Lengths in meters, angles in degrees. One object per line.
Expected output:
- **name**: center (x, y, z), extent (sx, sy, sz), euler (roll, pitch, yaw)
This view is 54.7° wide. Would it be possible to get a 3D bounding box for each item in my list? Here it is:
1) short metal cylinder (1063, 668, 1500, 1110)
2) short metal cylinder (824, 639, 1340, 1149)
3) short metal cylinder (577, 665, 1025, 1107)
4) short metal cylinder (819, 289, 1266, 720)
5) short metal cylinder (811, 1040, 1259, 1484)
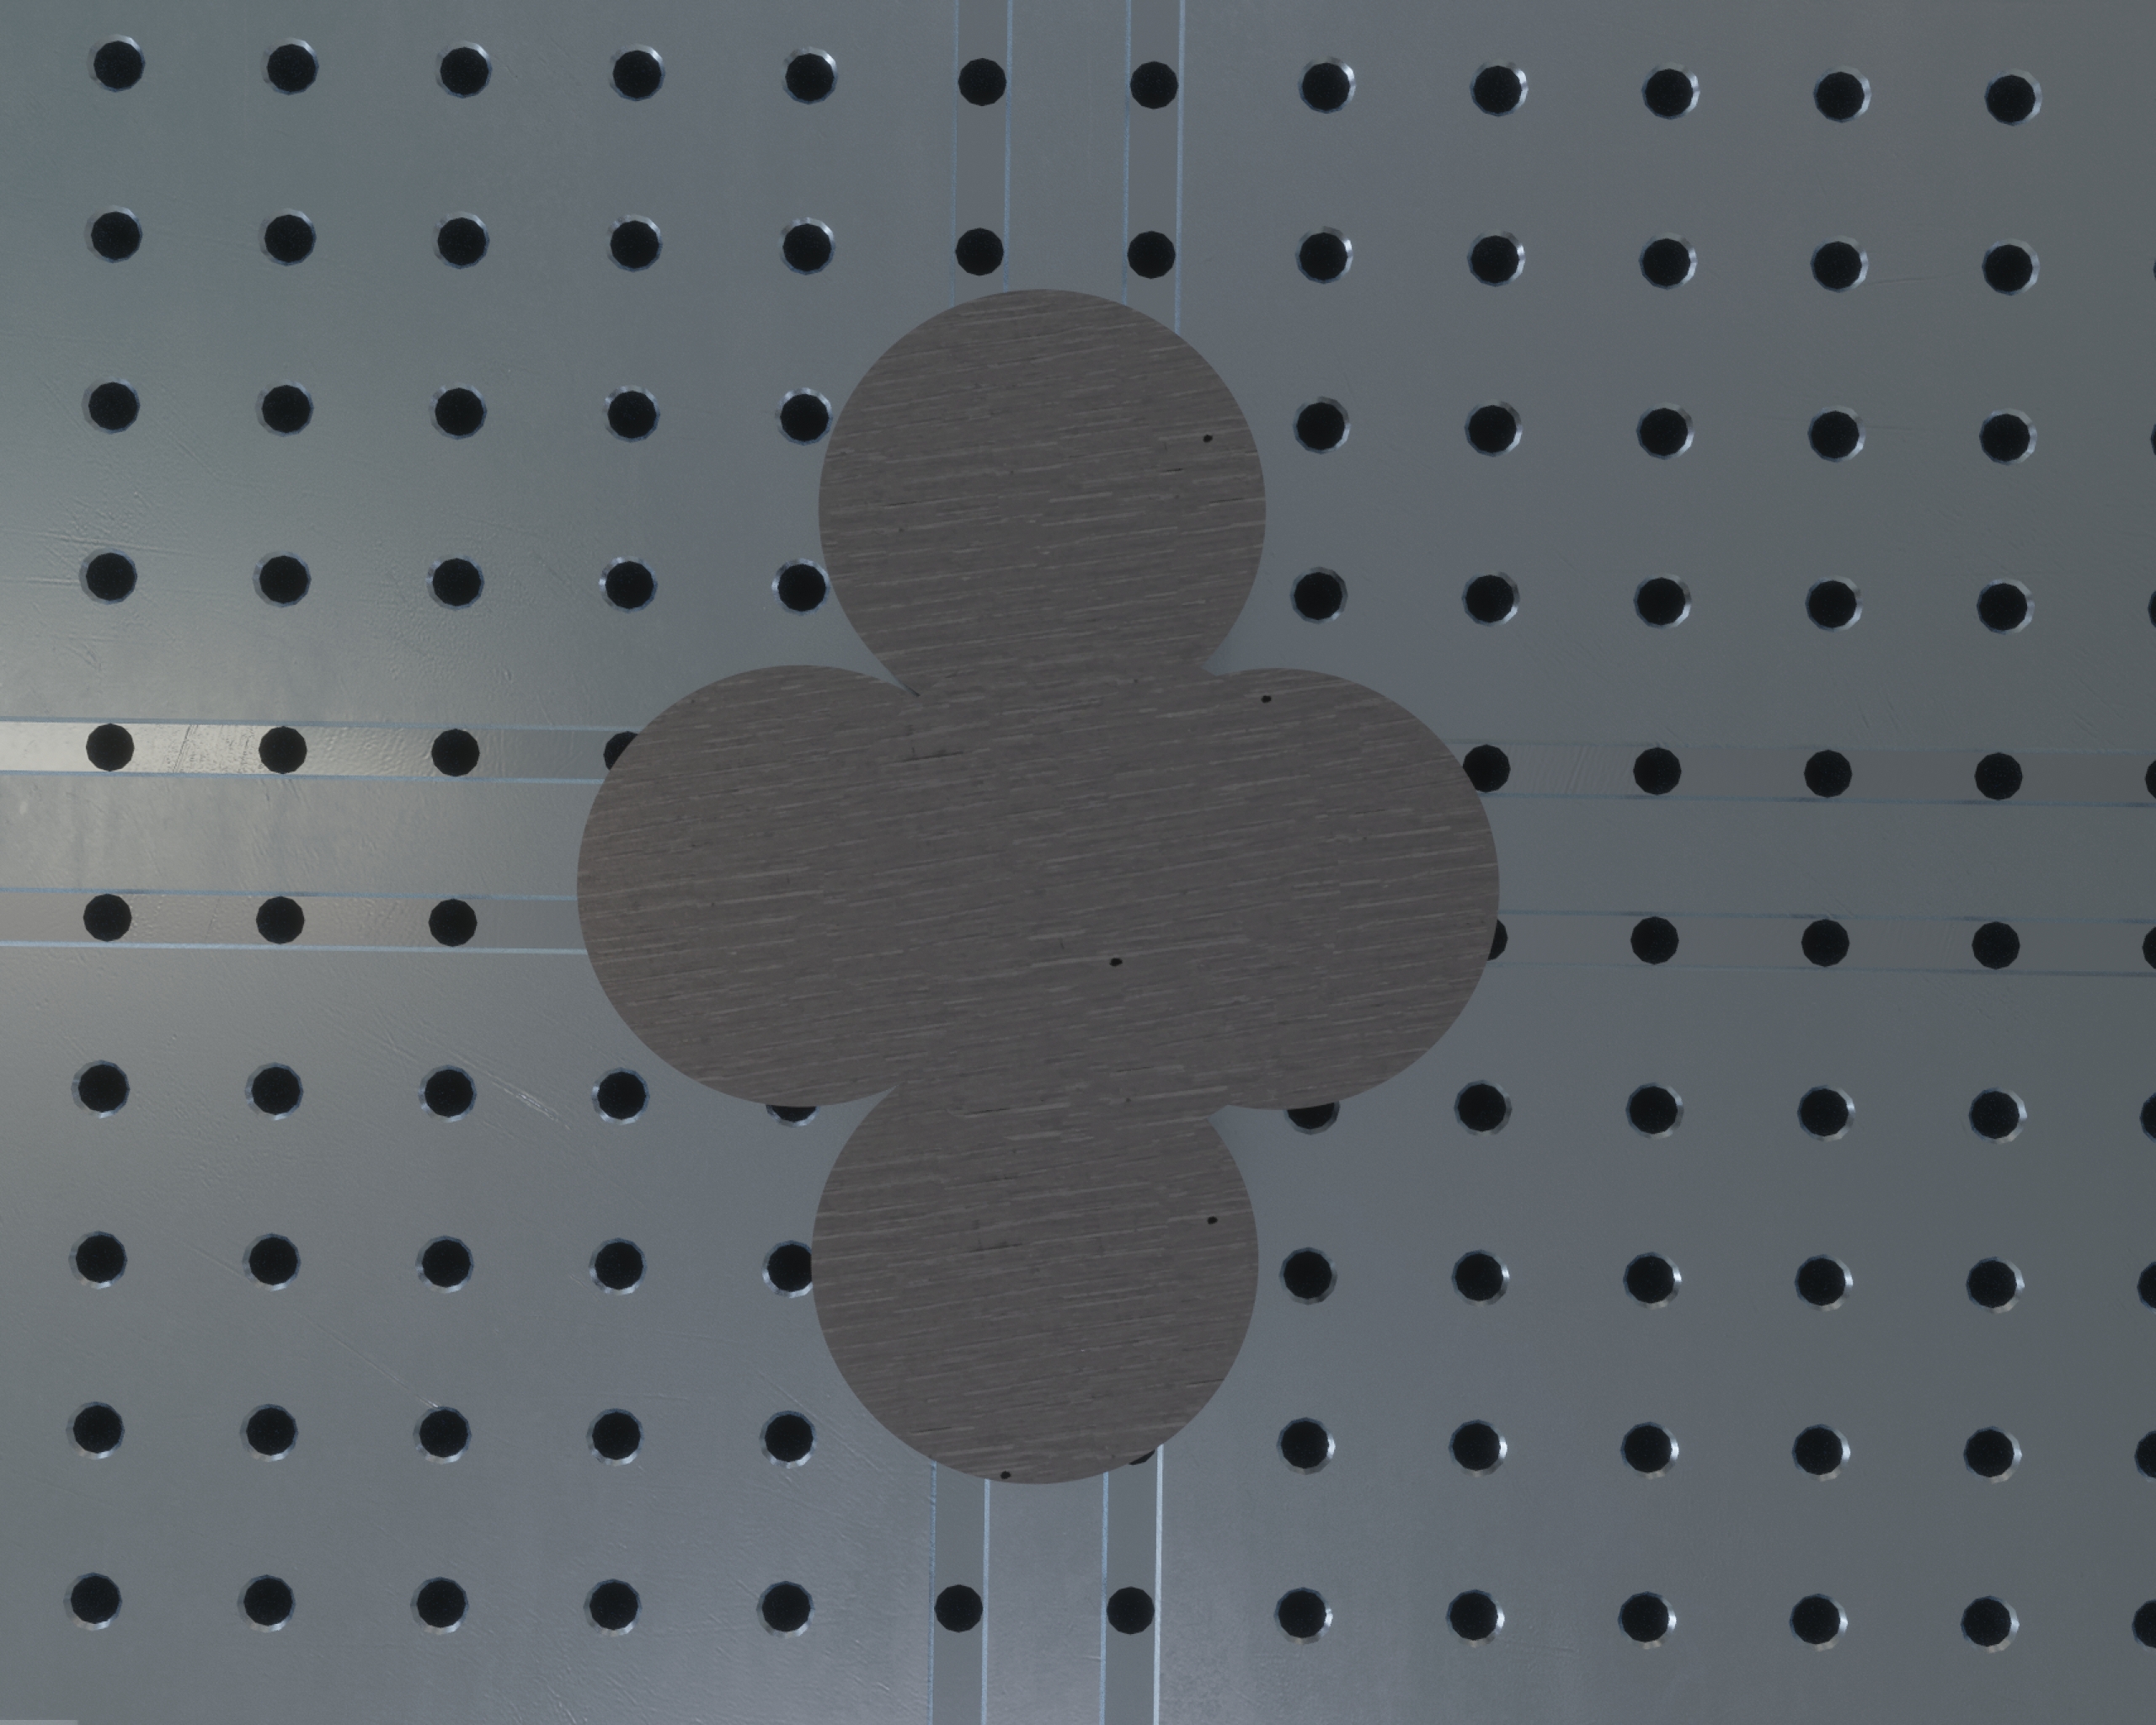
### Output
- **short metal cylinder**: center (0.036, 0.005, 0.400), extent (0.081, 0.050, 0.079), euler (0, 90, 0)
- **short metal cylinder**: center (0.001, 0.005, 0.350), extent (0.081, 0.050, 0.079), euler (0, 90, 0)
- **short metal cylinder**: center (-0.050, 0.004, 0.400), extent (0.081, 0.050, 0.079), euler (0, 90, 0)
- **short metal cylinder**: center (-0.007, -0.064, 0.400), extent (0.081, 0.050, 0.079), euler (0, 90, -1)
- **short metal cylinder**: center (-0.008, 0.072, 0.400), extent (0.081, 0.050, 0.080), euler (0, 88, -1)
